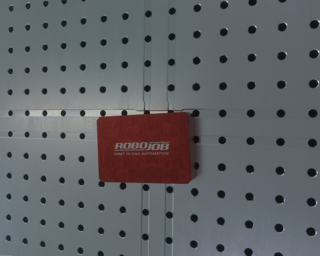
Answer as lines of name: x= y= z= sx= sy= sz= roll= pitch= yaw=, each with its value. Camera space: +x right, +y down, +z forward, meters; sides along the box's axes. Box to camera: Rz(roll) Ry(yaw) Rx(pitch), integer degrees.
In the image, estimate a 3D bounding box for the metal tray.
metal tray: x=-0.019 y=0.027 z=0.417 sx=0.130 sy=0.030 sz=0.090 roll=-2 pitch=89 yaw=20
